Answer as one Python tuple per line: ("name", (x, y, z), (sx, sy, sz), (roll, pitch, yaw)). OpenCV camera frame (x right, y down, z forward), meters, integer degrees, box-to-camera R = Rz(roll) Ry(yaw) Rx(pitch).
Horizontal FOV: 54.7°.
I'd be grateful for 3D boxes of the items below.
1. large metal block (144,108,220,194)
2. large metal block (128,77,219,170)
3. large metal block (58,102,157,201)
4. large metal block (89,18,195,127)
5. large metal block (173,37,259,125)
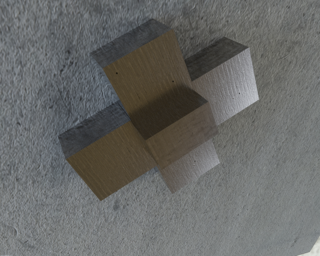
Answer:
("large metal block", (0.027, 0.030, 0.426), (0.080, 0.050, 0.080), (-32, 129, -8))
("large metal block", (0.010, -0.009, 0.374), (0.080, 0.080, 0.050), (-32, 129, -8))
("large metal block", (-0.062, 0.028, 0.376), (0.080, 0.050, 0.080), (-32, 129, -8))
("large metal block", (-0.018, -0.061, 0.345), (0.080, 0.050, 0.080), (-32, 129, -8))
("large metal block", (0.073, -0.057, 0.398), (0.080, 0.050, 0.080), (-32, 129, -8))
